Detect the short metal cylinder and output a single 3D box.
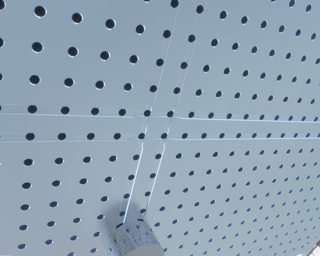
[{"bbox_3d":[-0.040,0.196,0.494,0.081,0.050,0.079,-14,125,-21],"label":"short metal cylinder"}]
